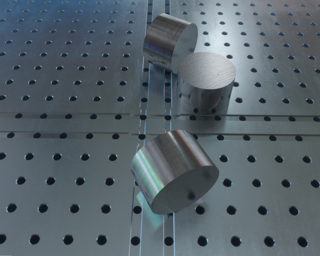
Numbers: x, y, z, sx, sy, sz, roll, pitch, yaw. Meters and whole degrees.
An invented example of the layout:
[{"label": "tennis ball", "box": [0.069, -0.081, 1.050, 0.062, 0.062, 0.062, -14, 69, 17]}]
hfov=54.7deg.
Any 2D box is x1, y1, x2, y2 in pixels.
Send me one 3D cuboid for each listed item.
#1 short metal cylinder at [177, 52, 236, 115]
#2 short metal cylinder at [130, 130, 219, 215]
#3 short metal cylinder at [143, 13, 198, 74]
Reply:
[{"label": "short metal cylinder", "box": [0.065, -0.065, 0.447, 0.081, 0.050, 0.080, 0, 50, 0]}, {"label": "short metal cylinder", "box": [0.015, 0.048, 0.332, 0.081, 0.080, 0.050, -21, 54, -17]}, {"label": "short metal cylinder", "box": [0.017, -0.131, 0.482, 0.050, 0.080, 0.080, 27, 55, 20]}]
